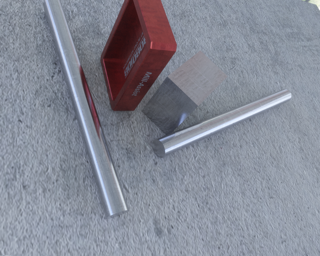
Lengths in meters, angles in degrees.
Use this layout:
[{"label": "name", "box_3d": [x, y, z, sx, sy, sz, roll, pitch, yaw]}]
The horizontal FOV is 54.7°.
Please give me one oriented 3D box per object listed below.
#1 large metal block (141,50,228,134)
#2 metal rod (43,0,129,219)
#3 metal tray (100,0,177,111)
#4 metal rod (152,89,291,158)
[{"label": "large metal block", "box_3d": [0.032, -0.046, 0.415, 0.050, 0.080, 0.080, 45, 51, 2]}, {"label": "metal rod", "box_3d": [-0.096, -0.040, 0.376, 0.025, 0.025, 0.299, -8, 66, -32]}, {"label": "metal tray", "box_3d": [-0.033, -0.090, 0.375, 0.030, 0.129, 0.090, -2, 63, -30]}, {"label": "metal rod", "box_3d": [0.113, -0.017, 0.477, 0.302, 0.025, 0.025, -20, 73, -36]}]
